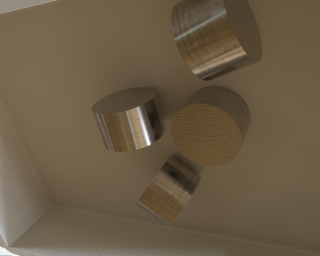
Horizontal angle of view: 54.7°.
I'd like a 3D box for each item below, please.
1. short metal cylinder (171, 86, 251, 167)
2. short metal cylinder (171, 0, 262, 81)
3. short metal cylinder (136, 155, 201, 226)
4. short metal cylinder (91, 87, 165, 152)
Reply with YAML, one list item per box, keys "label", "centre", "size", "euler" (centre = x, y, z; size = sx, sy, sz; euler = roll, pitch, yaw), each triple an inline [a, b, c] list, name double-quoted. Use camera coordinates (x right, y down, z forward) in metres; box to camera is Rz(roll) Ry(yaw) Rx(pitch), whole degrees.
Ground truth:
- label: "short metal cylinder"
  centre: [0.060, -0.002, 0.360]
  size: [0.080, 0.050, 0.079]
  euler: [13, 124, 21]
- label: "short metal cylinder"
  centre: [0.055, -0.090, 0.289]
  size: [0.050, 0.080, 0.080]
  euler: [-18, 109, 35]
- label: "short metal cylinder"
  centre: [0.012, 0.084, 0.419]
  size: [0.050, 0.080, 0.079]
  euler: [35, 129, 5]
- label: "short metal cylinder"
  centre: [-0.038, -0.013, 0.386]
  size: [0.080, 0.080, 0.050]
  euler: [0, 118, 28]
